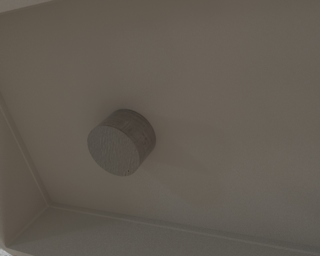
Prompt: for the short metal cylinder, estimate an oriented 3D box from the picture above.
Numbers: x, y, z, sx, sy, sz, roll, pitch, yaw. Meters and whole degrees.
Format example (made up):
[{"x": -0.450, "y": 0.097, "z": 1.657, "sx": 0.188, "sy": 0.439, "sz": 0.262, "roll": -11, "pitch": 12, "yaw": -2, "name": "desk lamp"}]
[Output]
[{"x": -0.053, "y": 0.020, "z": 0.431, "sx": 0.080, "sy": 0.050, "sz": 0.079, "roll": 13, "pitch": 124, "yaw": 20, "name": "short metal cylinder"}]
